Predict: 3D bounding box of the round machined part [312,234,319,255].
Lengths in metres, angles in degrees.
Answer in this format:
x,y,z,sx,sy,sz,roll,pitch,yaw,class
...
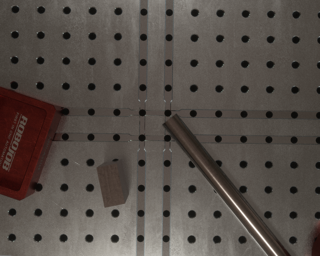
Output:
x,y,z,sx,sy,sz,roll,pitch,yaw,class
0.259,0.177,0.409,0.099,0.042,0.097,0,90,-1,round machined part

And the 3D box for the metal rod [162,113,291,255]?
x,y,z,sx,sy,sz,roll,pitch,yaw,class
0.106,0.105,0.414,0.025,0.025,0.300,-39,91,0,metal rod

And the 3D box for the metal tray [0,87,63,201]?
x,y,z,sx,sy,sz,roll,pitch,yaw,class
-0.195,0.019,0.408,0.090,0.030,0.129,19,90,-1,metal tray

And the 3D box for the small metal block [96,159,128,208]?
x,y,z,sx,sy,sz,roll,pitch,yaw,class
-0.060,0.070,0.400,0.025,0.050,0.050,-11,90,0,small metal block
